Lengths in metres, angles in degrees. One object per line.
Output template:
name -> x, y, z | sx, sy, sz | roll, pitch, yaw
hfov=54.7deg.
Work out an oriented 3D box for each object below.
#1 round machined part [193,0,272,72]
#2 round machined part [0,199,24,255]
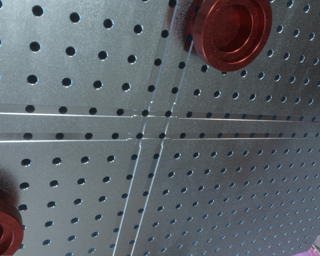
round machined part -> 0.082, -0.121, 0.372 | 0.099, 0.042, 0.097 | -14, 125, -21
round machined part -> -0.212, 0.117, 0.357 | 0.099, 0.042, 0.097 | -14, 125, -21
